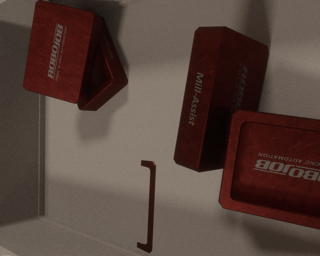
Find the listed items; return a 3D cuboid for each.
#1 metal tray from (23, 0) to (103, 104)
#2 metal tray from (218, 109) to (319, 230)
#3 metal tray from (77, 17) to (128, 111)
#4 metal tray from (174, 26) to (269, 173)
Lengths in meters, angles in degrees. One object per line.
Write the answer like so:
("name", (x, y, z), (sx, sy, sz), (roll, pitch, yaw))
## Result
("metal tray", (-0.142, -0.109, 0.452), (0.090, 0.030, 0.129), (16, 102, 8))
("metal tray", (0.124, 0.036, 0.269), (0.130, 0.030, 0.089), (9, 96, 16))
("metal tray", (-0.109, -0.103, 0.490), (0.090, 0.030, 0.130), (-34, 69, 34))
("metal tray", (0.063, -0.026, 0.309), (0.030, 0.091, 0.129), (16, 100, 43))
